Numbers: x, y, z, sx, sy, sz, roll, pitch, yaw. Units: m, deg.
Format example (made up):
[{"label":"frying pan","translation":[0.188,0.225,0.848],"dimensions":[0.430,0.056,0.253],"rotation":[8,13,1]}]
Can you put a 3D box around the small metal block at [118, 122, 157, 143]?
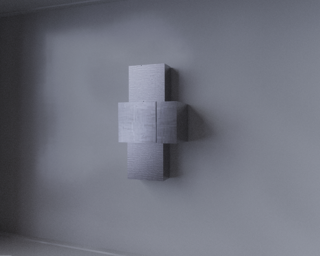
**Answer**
[{"label":"small metal block","translation":[-0.020,0.005,0.402],"dimensions":[0.050,0.050,0.025],"rotation":[0,90,20]}]

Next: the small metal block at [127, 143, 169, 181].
[{"label":"small metal block","translation":[-0.015,0.043,0.414],"dimensions":[0.050,0.025,0.050],"rotation":[0,90,20]}]

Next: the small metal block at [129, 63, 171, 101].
[{"label":"small metal block","translation":[-0.013,-0.057,0.413],"dimensions":[0.050,0.025,0.050],"rotation":[0,90,20]}]

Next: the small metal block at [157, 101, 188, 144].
[{"label":"small metal block","translation":[0.016,-0.007,0.390],"dimensions":[0.025,0.050,0.050],"rotation":[0,90,20]}]

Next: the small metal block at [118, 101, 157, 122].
[{"label":"small metal block","translation":[-0.020,-0.020,0.402],"dimensions":[0.050,0.050,0.025],"rotation":[0,90,20]}]
